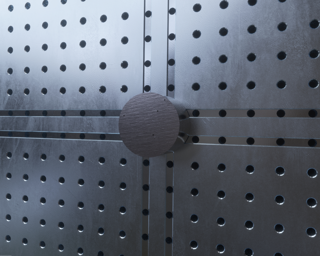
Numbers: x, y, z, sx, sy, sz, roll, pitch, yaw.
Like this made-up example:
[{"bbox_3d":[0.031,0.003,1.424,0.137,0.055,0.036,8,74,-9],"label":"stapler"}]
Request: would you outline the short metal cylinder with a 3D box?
[{"bbox_3d":[-0.006,-0.004,0.402,0.080,0.050,0.080,0,90,20],"label":"short metal cylinder"}]
